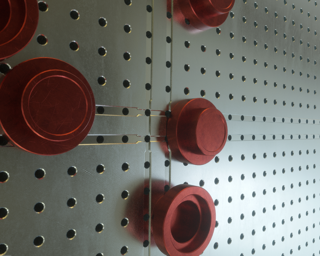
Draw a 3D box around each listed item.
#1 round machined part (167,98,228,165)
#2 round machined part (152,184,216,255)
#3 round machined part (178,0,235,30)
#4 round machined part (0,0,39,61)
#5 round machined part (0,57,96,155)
[{"bbox_3d":[0.060,0.005,0.447,0.099,0.042,0.097,0,90,-40],"label":"round machined part"},{"bbox_3d":[0.028,0.125,0.421,0.099,0.042,0.097,0,90,-40],"label":"round machined part"},{"bbox_3d":[0.074,-0.199,0.459,0.099,0.042,0.097,0,90,-40],"label":"round machined part"},{"bbox_3d":[-0.160,-0.103,0.263,0.099,0.042,0.097,0,90,-40],"label":"round machined part"},{"bbox_3d":[-0.108,-0.021,0.307,0.099,0.042,0.097,0,90,-40],"label":"round machined part"}]
